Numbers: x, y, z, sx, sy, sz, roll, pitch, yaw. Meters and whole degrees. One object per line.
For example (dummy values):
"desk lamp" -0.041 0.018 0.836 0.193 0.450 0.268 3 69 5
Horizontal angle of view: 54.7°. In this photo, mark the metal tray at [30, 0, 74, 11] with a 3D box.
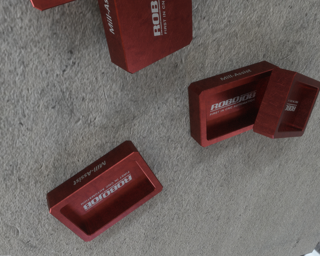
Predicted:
"metal tray" -0.085 -0.174 0.249 0.091 0.030 0.129 -25 128 -13

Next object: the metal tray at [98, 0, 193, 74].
"metal tray" -0.012 -0.127 0.292 0.091 0.030 0.129 -33 139 -26

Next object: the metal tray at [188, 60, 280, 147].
"metal tray" 0.106 -0.035 0.439 0.131 0.030 0.089 -19 126 -17

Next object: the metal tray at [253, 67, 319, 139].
"metal tray" 0.188 -0.033 0.450 0.131 0.030 0.089 0 110 -49

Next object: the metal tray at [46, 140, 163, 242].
"metal tray" -0.071 0.087 0.418 0.130 0.030 0.090 -34 129 -6
